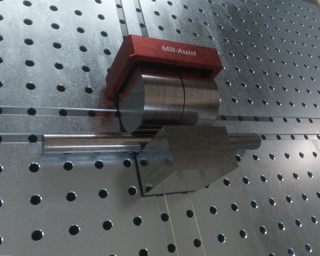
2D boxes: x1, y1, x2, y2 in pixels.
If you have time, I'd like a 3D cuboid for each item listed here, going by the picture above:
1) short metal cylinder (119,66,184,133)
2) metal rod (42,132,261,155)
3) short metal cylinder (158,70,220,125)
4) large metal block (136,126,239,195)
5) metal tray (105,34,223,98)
[{"bbox_3d":[-0.013,-0.034,0.383,0.050,0.080,0.080,1,62,-28],"label":"short metal cylinder"},{"bbox_3d":[0.010,0.018,0.397,0.303,0.025,0.025,1,62,-28],"label":"metal rod"},{"bbox_3d":[0.033,-0.034,0.408,0.050,0.080,0.080,2,61,-28],"label":"short metal cylinder"},{"bbox_3d":[0.028,0.038,0.359,0.081,0.080,0.050,1,62,-28],"label":"large metal block"},{"bbox_3d":[0.005,-0.072,0.408,0.131,0.090,0.030,1,62,-28],"label":"metal tray"}]
